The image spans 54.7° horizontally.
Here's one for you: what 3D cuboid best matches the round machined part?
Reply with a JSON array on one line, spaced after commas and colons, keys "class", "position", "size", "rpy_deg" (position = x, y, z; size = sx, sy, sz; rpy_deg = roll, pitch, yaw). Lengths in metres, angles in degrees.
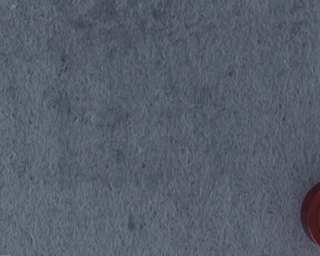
[{"class": "round machined part", "position": [0.232, 0.113, 0.405], "size": [0.099, 0.042, 0.097], "rpy_deg": [0, 90, -1]}]
